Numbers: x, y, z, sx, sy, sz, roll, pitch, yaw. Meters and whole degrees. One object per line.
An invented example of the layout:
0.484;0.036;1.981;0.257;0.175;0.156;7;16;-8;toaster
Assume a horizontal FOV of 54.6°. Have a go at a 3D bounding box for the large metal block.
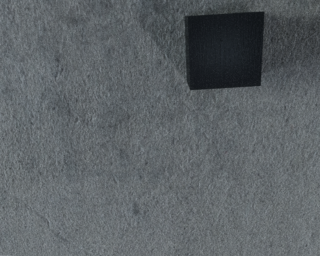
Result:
0.072;-0.091;0.363;0.080;0.050;0.080;-3;110;1;large metal block
